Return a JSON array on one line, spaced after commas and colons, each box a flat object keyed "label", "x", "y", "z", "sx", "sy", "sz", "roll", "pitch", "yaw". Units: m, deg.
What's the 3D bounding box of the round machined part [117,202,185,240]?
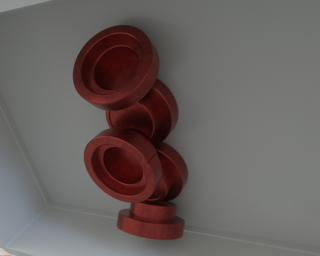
[{"label": "round machined part", "x": -0.012, "y": 0.129, "z": 0.457, "sx": 0.098, "sy": 0.098, "sz": 0.042, "roll": 6, "pitch": 84, "yaw": 24}]

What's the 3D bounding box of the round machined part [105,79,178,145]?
[{"label": "round machined part", "x": -0.030, "y": -0.018, "z": 0.398, "sx": 0.098, "sy": 0.042, "sz": 0.097, "roll": 13, "pitch": 124, "yaw": 20}]

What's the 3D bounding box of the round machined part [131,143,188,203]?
[{"label": "round machined part", "x": -0.013, "y": 0.068, "z": 0.442, "sx": 0.098, "sy": 0.042, "sz": 0.097, "roll": 13, "pitch": 124, "yaw": 20}]

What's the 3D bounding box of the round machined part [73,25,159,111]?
[{"label": "round machined part", "x": -0.046, "y": -0.064, "z": 0.355, "sx": 0.098, "sy": 0.098, "sz": 0.042, "roll": 7, "pitch": 164, "yaw": 24}]

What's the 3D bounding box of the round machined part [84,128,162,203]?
[{"label": "round machined part", "x": -0.042, "y": 0.042, "z": 0.386, "sx": 0.098, "sy": 0.042, "sz": 0.097, "roll": 13, "pitch": 124, "yaw": 20}]
